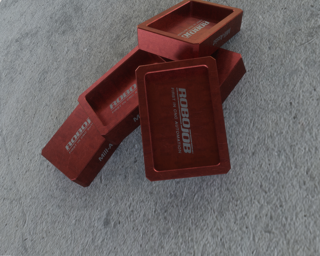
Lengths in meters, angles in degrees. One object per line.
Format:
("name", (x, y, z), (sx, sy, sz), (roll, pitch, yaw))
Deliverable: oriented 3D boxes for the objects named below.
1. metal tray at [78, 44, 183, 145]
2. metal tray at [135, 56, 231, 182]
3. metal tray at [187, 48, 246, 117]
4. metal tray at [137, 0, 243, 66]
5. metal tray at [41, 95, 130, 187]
("metal tray", (-0.038, -0.051, 0.413), (0.130, 0.030, 0.090), (-41, 51, -1))
("metal tray", (0.025, -0.009, 0.350), (0.090, 0.030, 0.129), (-7, 82, 5))
("metal tray", (0.038, -0.075, 0.427), (0.130, 0.030, 0.090), (30, 78, 37))
("metal tray", (0.043, -0.134, 0.417), (0.090, 0.030, 0.131), (25, 47, 26))
("metal tray", (-0.100, 0.008, 0.447), (0.090, 0.030, 0.130), (27, 76, 37))
